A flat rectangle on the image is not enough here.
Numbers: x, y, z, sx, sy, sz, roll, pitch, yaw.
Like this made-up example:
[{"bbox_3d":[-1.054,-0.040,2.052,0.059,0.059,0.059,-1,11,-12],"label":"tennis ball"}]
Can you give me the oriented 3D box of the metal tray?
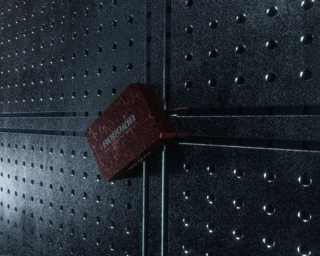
[{"bbox_3d":[-0.048,0.008,0.443,0.129,0.030,0.090,-40,66,32],"label":"metal tray"}]
